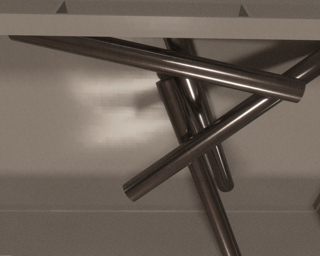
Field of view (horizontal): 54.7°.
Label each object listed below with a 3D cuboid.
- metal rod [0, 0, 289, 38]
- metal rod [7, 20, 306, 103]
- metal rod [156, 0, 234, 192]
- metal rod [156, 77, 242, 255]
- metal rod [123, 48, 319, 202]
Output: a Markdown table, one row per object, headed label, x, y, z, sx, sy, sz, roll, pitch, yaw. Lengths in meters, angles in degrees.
| label | x | y | z | sx | sy | sz | roll | pitch | yaw |
| --- | --- | --- | --- | --- | --- | --- | --- | --- | --- |
| metal rod | -0.038 | -0.108 | 0.290 | 0.302 | 0.025 | 0.025 | 6 | 130 | 5 |
| metal rod | -0.003 | -0.070 | 0.319 | 0.302 | 0.025 | 0.025 | 12 | 130 | 0 |
| metal rod | 0.054 | -0.016 | 0.396 | 0.025 | 0.025 | 0.299 | -16 | 129 | 12 |
| metal rod | 0.060 | 0.076 | 0.404 | 0.025 | 0.025 | 0.298 | -18 | 107 | 14 |
| metal rod | 0.084 | -0.008 | 0.354 | 0.300 | 0.025 | 0.025 | -35 | 123 | 8 |
